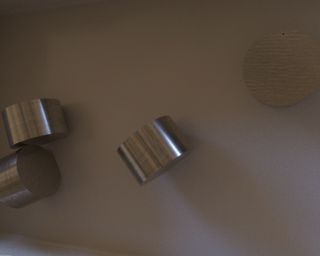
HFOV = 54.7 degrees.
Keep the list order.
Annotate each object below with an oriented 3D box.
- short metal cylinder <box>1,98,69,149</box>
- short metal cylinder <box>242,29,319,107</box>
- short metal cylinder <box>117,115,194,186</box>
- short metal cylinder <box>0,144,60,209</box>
[{"bbox_3d":[-0.177,-0.005,0.444,0.080,0.080,0.050,-19,84,19],"label":"short metal cylinder"},{"bbox_3d":[0.137,-0.064,0.349,0.080,0.050,0.080,0,90,20],"label":"short metal cylinder"},{"bbox_3d":[-0.005,0.028,0.383,0.080,0.080,0.050,-39,78,16],"label":"short metal cylinder"},{"bbox_3d":[-0.193,0.070,0.449,0.050,0.080,0.080,-24,82,18],"label":"short metal cylinder"}]
